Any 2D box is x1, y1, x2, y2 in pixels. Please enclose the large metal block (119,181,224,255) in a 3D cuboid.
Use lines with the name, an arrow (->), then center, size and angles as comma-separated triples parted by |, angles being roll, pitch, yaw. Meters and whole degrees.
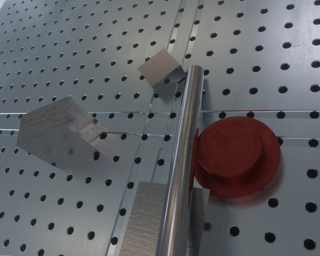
large metal block -> 0.014, 0.105, 0.320 | 0.080, 0.050, 0.080 | 1, 62, 28

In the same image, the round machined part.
round machined part -> 0.079, 0.028, 0.338 | 0.098, 0.042, 0.098 | -13, 56, 21

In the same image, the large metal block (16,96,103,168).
large metal block -> -0.138, 0.009, 0.440 | 0.080, 0.080, 0.050 | -19, 55, 17

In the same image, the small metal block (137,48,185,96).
small metal block -> 0.002, -0.083, 0.458 | 0.050, 0.025, 0.050 | -37, 51, 3

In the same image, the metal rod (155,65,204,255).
metal rod -> 0.026, 0.027, 0.326 | 0.025, 0.025, 0.300 | -11, 41, 22
